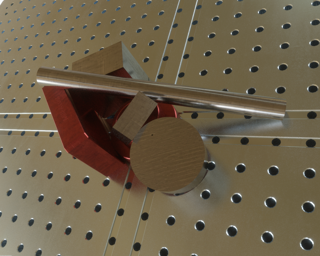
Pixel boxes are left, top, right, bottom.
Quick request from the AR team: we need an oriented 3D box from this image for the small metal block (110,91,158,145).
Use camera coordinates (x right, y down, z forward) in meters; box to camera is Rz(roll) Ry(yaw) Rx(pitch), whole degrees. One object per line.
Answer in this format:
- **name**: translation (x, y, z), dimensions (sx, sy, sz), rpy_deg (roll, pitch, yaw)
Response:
- **small metal block**: translation (-0.031, -0.010, 0.357), dimensions (0.025, 0.050, 0.050), rpy_deg (35, 76, -5)

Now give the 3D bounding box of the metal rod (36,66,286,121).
- **metal rod**: translation (-0.007, -0.044, 0.376), dimensions (0.301, 0.025, 0.025), rpy_deg (9, 65, 10)

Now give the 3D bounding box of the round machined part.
- **round machined part**: translation (-0.024, -0.003, 0.414), dimensions (0.098, 0.042, 0.098), rpy_deg (-13, 56, 20)

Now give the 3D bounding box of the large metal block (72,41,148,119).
- **large metal block**: translation (-0.069, -0.066, 0.446), dimensions (0.080, 0.080, 0.050), rpy_deg (-19, 55, 16)

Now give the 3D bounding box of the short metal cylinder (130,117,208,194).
- **short metal cylinder**: translation (0.012, 0.033, 0.349), dimensions (0.080, 0.050, 0.080), rpy_deg (-3, 74, 12)

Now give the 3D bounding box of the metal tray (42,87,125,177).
- **metal tray**: translation (-0.105, -0.003, 0.421), dimensions (0.030, 0.090, 0.130), rpy_deg (-38, 51, 3)
